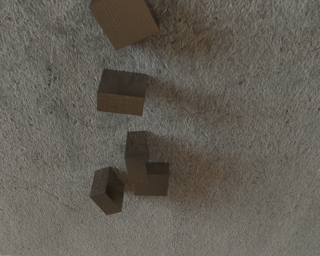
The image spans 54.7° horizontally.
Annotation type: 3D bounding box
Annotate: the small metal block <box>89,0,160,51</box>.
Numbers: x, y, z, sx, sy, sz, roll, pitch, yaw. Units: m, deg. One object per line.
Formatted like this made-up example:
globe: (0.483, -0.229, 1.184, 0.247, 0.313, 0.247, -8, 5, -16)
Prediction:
small metal block: (-0.034, -0.113, 0.310, 0.050, 0.025, 0.050, -20, 128, 16)

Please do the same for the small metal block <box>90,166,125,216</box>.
small metal block: (-0.079, 0.096, 0.471, 0.025, 0.050, 0.050, -18, 128, 14)

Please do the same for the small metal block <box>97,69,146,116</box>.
small metal block: (-0.043, -0.042, 0.355, 0.050, 0.050, 0.025, 6, 130, -6)

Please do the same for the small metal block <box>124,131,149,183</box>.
small metal block: (-0.030, 0.039, 0.424, 0.025, 0.050, 0.050, -4, 130, 3)

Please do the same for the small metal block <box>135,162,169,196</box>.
small metal block: (-0.013, 0.078, 0.474, 0.050, 0.025, 0.050, 2, 130, -2)
